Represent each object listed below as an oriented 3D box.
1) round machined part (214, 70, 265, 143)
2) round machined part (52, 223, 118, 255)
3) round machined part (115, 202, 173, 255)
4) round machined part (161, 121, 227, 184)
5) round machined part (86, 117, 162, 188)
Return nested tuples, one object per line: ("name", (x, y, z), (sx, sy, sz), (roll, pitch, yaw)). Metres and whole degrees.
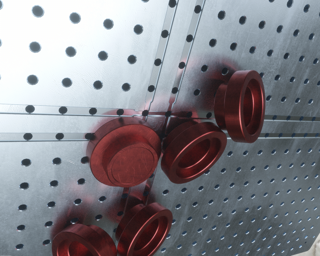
("round machined part", (0.108, -0.029, 0.424), (0.099, 0.042, 0.097), (-7, 99, -54))
("round machined part", (-0.099, 0.176, 0.433), (0.042, 0.098, 0.097), (-32, 141, -56))
("round machined part", (-0.028, 0.155, 0.468), (0.099, 0.042, 0.097), (-34, 138, -36))
("round machined part", (0.042, 0.029, 0.433), (0.099, 0.042, 0.097), (-25, 142, -21))
("round machined part", (-0.042, 0.038, 0.402), (0.099, 0.042, 0.097), (-14, 124, -21))
